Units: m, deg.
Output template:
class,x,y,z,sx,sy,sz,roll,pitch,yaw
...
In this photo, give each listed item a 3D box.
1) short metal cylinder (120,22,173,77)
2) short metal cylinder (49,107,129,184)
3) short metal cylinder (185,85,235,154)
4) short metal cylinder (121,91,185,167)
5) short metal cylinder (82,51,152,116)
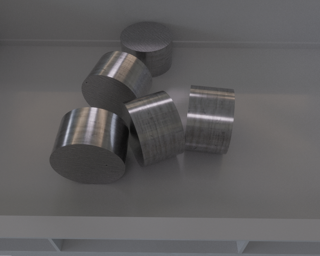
class,x,y,z,sx,sy,sz,roll,pitch,yaw
short metal cylinder,-0.021,-0.125,0.494,0.080,0.050,0.080,0,50,0
short metal cylinder,-0.077,0.022,0.350,0.080,0.080,0.050,1,50,1
short metal cylinder,0.059,-0.010,0.378,0.050,0.080,0.080,6,50,5
short metal cylinder,-0.010,0.001,0.369,0.050,0.080,0.080,-18,53,-14
short metal cylinder,-0.056,-0.055,0.415,0.080,0.080,0.050,14,52,11
